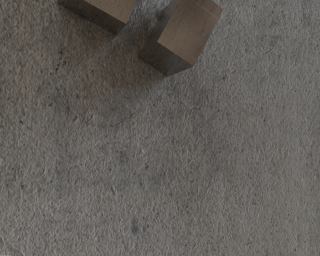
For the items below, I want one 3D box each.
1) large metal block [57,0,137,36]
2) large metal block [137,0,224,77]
[{"bbox_3d":[-0.067,-0.172,0.371,0.080,0.050,0.080,25,82,-19],"label":"large metal block"},{"bbox_3d":[0.022,-0.117,0.388,0.050,0.080,0.080,31,80,-18],"label":"large metal block"}]
